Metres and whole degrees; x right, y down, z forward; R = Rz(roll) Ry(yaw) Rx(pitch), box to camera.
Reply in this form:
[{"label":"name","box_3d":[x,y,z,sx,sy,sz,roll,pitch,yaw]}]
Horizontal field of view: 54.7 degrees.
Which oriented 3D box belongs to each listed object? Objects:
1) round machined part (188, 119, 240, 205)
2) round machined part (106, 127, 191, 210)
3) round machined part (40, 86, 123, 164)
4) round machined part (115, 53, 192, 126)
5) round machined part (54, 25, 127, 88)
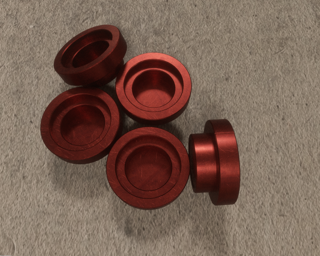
[{"label":"round machined part","box_3d":[0.057,0.039,0.356,0.042,0.098,0.098,-3,70,-1]},{"label":"round machined part","box_3d":[-0.014,0.051,0.380,0.099,0.042,0.098,0,70,-1]},{"label":"round machined part","box_3d":[-0.096,-0.001,0.395,0.099,0.042,0.098,-1,68,4]},{"label":"round machined part","box_3d":[-0.008,-0.049,0.417,0.099,0.042,0.098,0,70,-1]},{"label":"round machined part","box_3d":[-0.088,-0.091,0.417,0.098,0.042,0.098,-14,48,16]}]
